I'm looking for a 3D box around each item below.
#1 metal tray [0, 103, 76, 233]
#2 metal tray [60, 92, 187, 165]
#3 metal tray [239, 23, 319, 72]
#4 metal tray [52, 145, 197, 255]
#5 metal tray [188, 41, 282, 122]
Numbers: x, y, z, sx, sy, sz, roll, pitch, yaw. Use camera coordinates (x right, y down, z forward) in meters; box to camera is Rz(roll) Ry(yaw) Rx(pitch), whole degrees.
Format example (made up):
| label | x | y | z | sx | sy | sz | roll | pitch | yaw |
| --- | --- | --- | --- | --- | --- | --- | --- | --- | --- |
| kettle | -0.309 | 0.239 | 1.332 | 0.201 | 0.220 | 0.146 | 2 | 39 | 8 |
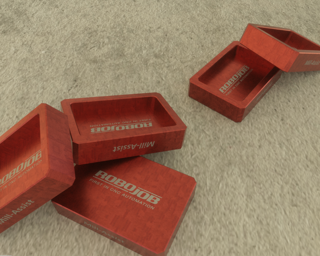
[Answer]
| label | x | y | z | sx | sy | sz | roll | pitch | yaw |
| --- | --- | --- | --- | --- | --- | --- | --- | --- | --- |
| metal tray | -0.147 | 0.045 | 0.315 | 0.130 | 0.030 | 0.090 | -34 | 50 | 17 |
| metal tray | -0.045 | -0.005 | 0.373 | 0.131 | 0.030 | 0.090 | -7 | 37 | -23 |
| metal tray | 0.194 | -0.122 | 0.471 | 0.131 | 0.030 | 0.090 | -11 | 45 | -41 |
| metal tray | -0.037 | 0.074 | 0.338 | 0.130 | 0.030 | 0.090 | 21 | 53 | 16 |
| metal tray | 0.115 | -0.074 | 0.463 | 0.090 | 0.030 | 0.131 | 32 | 57 | 24 |
